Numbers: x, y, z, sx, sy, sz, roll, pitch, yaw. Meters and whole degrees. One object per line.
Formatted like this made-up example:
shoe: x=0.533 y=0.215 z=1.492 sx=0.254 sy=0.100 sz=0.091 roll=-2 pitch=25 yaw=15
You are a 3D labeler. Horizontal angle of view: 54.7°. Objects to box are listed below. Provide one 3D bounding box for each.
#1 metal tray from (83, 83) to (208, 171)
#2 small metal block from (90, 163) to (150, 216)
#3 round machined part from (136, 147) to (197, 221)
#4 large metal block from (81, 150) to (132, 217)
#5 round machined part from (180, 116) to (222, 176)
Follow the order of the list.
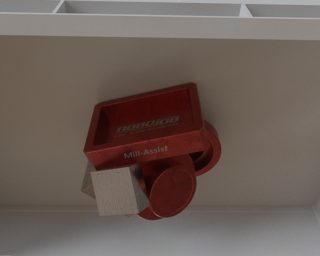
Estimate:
metal tray: x=-0.016 y=-0.004 z=0.360 sx=0.131 sy=0.090 sz=0.030 roll=-11 pitch=130 yaw=9
small metal block: x=-0.044 y=0.067 z=0.343 sx=0.050 sy=0.025 sz=0.050 roll=-11 pitch=92 yaw=25
round machined part: x=0.006 y=0.070 z=0.379 sx=0.099 sy=0.042 sz=0.097 roll=-12 pitch=112 yaw=-31
large metal block: x=-0.053 y=0.061 z=0.423 sx=0.050 sy=0.080 sz=0.080 roll=-36 pitch=122 yaw=26
round machined part: x=0.030 y=0.021 z=0.416 sx=0.099 sy=0.042 sz=0.097 roll=-1 pitch=130 yaw=0
